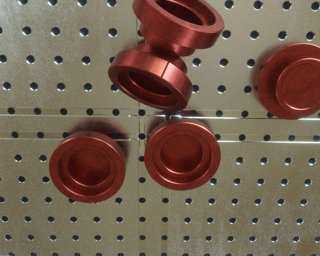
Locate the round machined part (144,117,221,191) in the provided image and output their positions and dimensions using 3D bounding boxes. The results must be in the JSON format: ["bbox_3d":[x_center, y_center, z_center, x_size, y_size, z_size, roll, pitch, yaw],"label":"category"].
[{"bbox_3d":[0.029,0.031,0.416,0.099,0.042,0.097,0,110,-1],"label":"round machined part"}]

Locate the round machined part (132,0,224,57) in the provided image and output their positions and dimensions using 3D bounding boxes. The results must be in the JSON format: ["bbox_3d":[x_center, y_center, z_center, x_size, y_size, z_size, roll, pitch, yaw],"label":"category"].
[{"bbox_3d":[0.016,-0.115,0.337,0.099,0.098,0.042,22,131,-8],"label":"round machined part"}]

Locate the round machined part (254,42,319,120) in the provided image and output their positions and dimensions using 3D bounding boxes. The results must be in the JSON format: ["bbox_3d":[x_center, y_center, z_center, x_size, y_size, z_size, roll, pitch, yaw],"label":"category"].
[{"bbox_3d":[0.172,-0.056,0.386,0.099,0.042,0.097,0,110,-1],"label":"round machined part"}]

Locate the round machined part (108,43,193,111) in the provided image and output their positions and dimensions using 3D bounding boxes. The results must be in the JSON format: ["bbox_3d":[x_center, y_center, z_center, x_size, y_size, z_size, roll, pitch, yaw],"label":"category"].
[{"bbox_3d":[-0.007,-0.061,0.361,0.098,0.098,0.042,26,74,-10],"label":"round machined part"}]

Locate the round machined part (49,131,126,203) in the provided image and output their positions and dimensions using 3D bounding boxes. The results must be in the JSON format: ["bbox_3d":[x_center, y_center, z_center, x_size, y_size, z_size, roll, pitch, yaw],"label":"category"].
[{"bbox_3d":[-0.095,0.049,0.421,0.099,0.042,0.097,0,110,-1],"label":"round machined part"}]
